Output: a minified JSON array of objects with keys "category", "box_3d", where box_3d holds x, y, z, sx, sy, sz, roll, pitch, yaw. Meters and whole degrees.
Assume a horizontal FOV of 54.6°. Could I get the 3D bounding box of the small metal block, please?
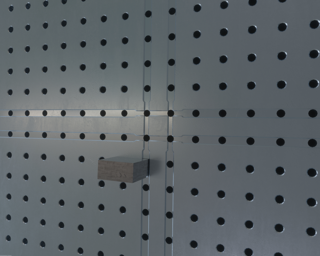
[{"category":"small metal block","box_3d":[-0.048,0.055,0.417,0.050,0.050,0.025,3,91,20]}]
